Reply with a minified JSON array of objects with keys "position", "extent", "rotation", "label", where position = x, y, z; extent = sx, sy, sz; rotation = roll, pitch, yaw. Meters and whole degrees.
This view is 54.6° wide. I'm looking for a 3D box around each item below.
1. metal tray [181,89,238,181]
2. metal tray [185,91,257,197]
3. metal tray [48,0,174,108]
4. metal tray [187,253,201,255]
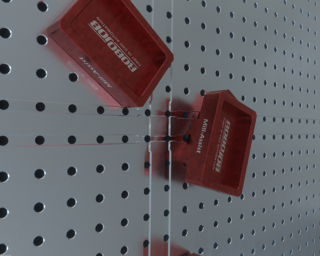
[{"position":[0.094,0.017,0.483],"extent":[0.090,0.030,0.130],"rotation":[42,65,-32],"label":"metal tray"},{"position":[0.089,0.024,0.439],"extent":[0.090,0.030,0.130],"rotation":[23,75,-37],"label":"metal tray"},{"position":[-0.050,-0.097,0.362],"extent":[0.130,0.030,0.090],"rotation":[45,63,-30],"label":"metal tray"},{"position":[0.069,0.251,0.423],"extent":[0.030,0.090,0.129],"rotation":[-6,94,-40],"label":"metal tray"}]
